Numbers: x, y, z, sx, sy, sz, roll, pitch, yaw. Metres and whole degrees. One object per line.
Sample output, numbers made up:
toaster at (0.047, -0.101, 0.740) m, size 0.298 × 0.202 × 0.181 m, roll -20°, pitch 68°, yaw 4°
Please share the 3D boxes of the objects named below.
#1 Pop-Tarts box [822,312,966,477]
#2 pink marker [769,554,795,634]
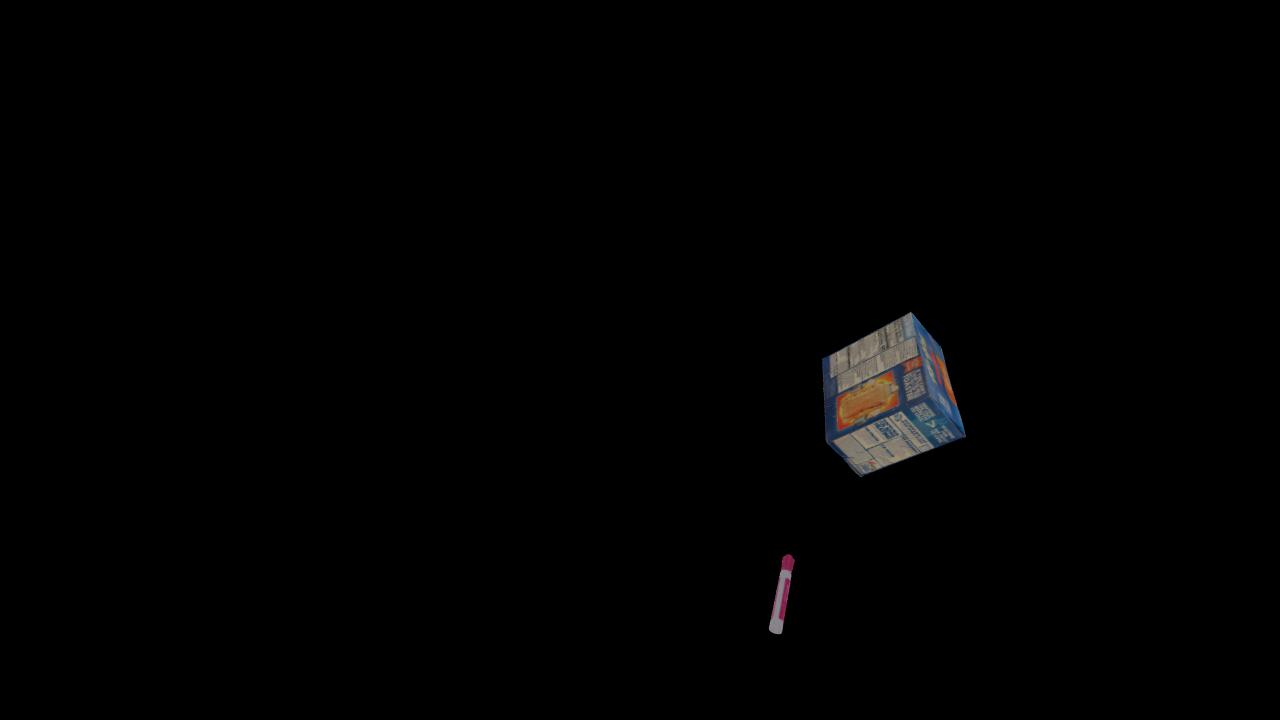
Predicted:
Pop-Tarts box at (0.321, 0.044, 0.801) m, size 0.083 × 0.167 × 0.141 m, roll 41°, pitch -53°, yaw -21°
pink marker at (0.210, 0.342, 0.907) m, size 0.020 × 0.020 × 0.121 m, roll 0°, pitch 42°, yaw 26°
